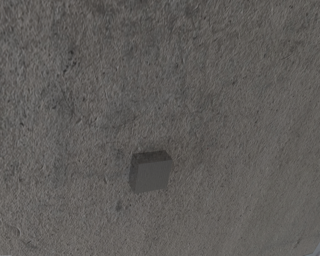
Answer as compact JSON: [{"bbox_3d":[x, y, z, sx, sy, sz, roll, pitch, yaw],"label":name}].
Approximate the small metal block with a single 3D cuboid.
[{"bbox_3d":[-0.014,0.061,0.436,0.050,0.025,0.050,-4,121,-26],"label":"small metal block"}]
